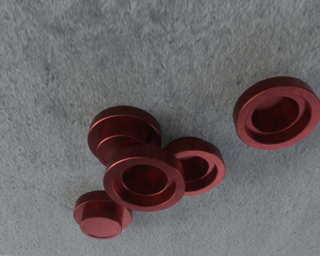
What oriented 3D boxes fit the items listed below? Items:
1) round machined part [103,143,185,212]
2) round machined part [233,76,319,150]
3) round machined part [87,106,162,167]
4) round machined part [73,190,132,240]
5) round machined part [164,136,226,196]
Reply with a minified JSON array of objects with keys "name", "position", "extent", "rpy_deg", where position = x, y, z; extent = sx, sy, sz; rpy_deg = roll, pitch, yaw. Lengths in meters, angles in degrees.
[{"name":"round machined part","position":[-0.018,0.058,0.387],"extent":[0.099,0.042,0.097],"rpy_deg":[2,128,2]},{"name":"round machined part","position":[0.139,-0.022,0.380],"extent":[0.099,0.042,0.097],"rpy_deg":[-1,130,0]},{"name":"round machined part","position":[-0.047,0.021,0.414],"extent":[0.099,0.042,0.097],"rpy_deg":[0,130,0]},{"name":"round machined part","position":[-0.097,0.153,0.525],"extent":[0.099,0.042,0.097],"rpy_deg":[-1,130,0]},{"name":"round machined part","position":[0.039,0.050,0.437],"extent":[0.099,0.042,0.097],"rpy_deg":[-2,132,-2]}]
